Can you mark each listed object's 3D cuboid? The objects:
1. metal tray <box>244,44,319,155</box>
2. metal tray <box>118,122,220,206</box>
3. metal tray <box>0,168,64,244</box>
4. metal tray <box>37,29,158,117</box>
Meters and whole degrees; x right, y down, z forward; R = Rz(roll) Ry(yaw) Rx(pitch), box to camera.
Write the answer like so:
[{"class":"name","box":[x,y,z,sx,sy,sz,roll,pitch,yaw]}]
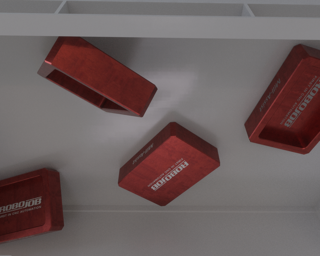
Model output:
[{"class":"metal tray","box":[0.175,-0.029,0.382,0.091,0.030,0.129,13,129,-11]},{"class":"metal tray","box":[0.011,0.058,0.455,0.090,0.030,0.129,32,123,-24]},{"class":"metal tray","box":[-0.212,0.119,0.464,0.130,0.090,0.030,-16,160,13]},{"class":"metal tray","box":[-0.069,-0.048,0.307,0.090,0.130,0.030,30,82,-24]}]
